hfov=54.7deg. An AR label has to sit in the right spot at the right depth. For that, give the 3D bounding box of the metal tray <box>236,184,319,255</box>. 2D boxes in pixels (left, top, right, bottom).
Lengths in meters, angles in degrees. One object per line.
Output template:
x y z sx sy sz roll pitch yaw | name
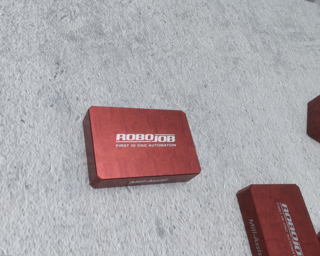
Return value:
0.159 0.139 0.401 0.091 0.030 0.130 5 60 -26 | metal tray

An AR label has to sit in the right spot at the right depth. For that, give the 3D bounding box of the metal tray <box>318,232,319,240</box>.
0.295 0.167 0.457 0.131 0.030 0.090 -25 75 -37 | metal tray

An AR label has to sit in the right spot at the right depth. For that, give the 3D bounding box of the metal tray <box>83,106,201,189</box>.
-0.021 0.022 0.376 0.131 0.030 0.090 1 61 -28 | metal tray

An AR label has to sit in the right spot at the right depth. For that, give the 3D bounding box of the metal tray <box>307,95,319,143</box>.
0.338 0.005 0.578 0.130 0.030 0.090 30 52 -9 | metal tray
